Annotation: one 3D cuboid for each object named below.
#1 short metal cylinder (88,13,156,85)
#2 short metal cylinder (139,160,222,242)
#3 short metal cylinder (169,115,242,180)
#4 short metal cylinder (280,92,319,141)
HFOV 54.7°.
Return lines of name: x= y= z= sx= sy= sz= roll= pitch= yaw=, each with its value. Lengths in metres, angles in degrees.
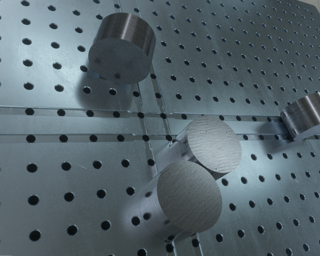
short metal cylinder: x=-0.049 y=-0.103 z=0.411 sx=0.080 sy=0.080 sz=0.050 roll=21 pitch=54 yaw=-17
short metal cylinder: x=0.023 y=0.084 z=0.355 sx=0.081 sy=0.050 sz=0.080 roll=14 pitch=56 yaw=-21
short metal cylinder: x=0.059 y=0.030 z=0.407 sx=0.081 sy=0.050 sz=0.080 roll=14 pitch=56 yaw=-21
short metal cylinder: x=0.253 y=-0.019 z=0.524 sx=0.081 sy=0.080 sz=0.050 roll=-7 pitch=66 yaw=-32
